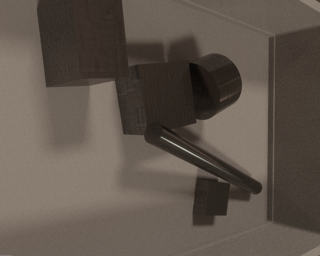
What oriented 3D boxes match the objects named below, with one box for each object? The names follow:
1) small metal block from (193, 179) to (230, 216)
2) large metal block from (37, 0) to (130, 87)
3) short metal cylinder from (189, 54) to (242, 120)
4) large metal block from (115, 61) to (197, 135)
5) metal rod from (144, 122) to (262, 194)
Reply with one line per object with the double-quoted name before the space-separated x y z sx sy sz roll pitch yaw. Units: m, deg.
"small metal block" 0.080 0.107 0.477 0.050 0.025 0.050 14 81 -39
"large metal block" -0.078 -0.085 0.307 0.050 0.080 0.079 -9 96 -40
"short metal cylinder" 0.064 -0.057 0.427 0.050 0.080 0.080 -29 109 -36
"large metal block" -0.005 -0.038 0.388 0.081 0.050 0.079 -14 99 -39
"metal rod" 0.082 0.056 0.444 0.301 0.025 0.025 30 71 -47
